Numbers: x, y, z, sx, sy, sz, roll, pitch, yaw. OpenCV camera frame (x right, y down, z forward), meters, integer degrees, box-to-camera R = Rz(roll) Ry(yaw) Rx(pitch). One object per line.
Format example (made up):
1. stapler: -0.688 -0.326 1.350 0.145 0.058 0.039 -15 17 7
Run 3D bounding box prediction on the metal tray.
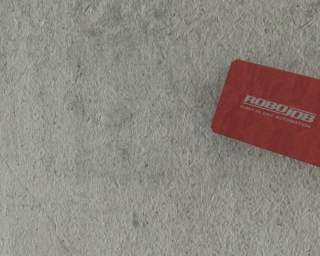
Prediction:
1. metal tray: 0.135 -0.019 0.358 0.130 0.030 0.089 19 96 18
